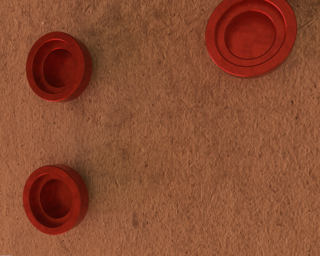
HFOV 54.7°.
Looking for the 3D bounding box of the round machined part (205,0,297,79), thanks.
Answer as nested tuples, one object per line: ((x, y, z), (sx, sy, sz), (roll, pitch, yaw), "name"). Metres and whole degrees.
((0.106, -0.106, 0.362), (0.098, 0.042, 0.097), (0, 90, 20), "round machined part")

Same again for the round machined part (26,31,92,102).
((-0.140, -0.086, 0.450), (0.098, 0.042, 0.097), (0, 90, 20), "round machined part")

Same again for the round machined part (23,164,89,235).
((-0.146, 0.101, 0.451), (0.098, 0.042, 0.097), (0, 90, 20), "round machined part")
